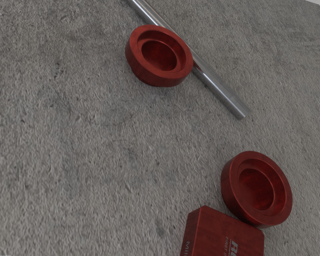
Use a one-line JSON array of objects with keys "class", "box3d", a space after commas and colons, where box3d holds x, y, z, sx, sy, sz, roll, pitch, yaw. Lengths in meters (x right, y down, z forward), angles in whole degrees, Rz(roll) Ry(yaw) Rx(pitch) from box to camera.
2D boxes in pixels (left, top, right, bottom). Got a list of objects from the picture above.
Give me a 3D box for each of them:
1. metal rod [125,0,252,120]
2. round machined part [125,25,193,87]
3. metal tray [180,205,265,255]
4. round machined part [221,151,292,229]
[{"class": "metal rod", "box3d": [0.034, -0.130, 0.501, 0.300, 0.025, 0.025, 47, 51, 5]}, {"class": "round machined part", "box3d": [-0.004, -0.099, 0.451, 0.099, 0.042, 0.098, 14, 56, -21]}, {"class": "metal tray", "box3d": [0.065, 0.162, 0.337, 0.090, 0.030, 0.130, 26, 52, -12]}, {"class": "round machined part", "box3d": [0.121, 0.083, 0.407, 0.099, 0.042, 0.098, 14, 56, -21]}]
